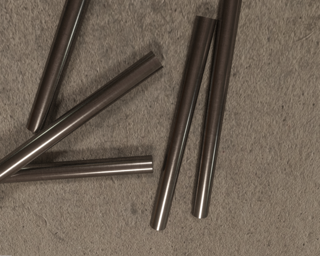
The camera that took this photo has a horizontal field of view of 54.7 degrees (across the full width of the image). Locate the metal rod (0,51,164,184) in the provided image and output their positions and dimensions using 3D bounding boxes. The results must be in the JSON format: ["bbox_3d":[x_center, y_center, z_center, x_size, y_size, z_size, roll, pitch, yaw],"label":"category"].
[{"bbox_3d":[-0.126,0.001,0.393,0.300,0.025,0.025,-35,107,5],"label":"metal rod"}]

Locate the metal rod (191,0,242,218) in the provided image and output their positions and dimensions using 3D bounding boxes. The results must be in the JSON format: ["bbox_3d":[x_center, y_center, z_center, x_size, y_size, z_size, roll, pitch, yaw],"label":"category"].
[{"bbox_3d":[0.070,-0.014,0.405,0.025,0.025,0.298,4,110,-2],"label":"metal rod"}]

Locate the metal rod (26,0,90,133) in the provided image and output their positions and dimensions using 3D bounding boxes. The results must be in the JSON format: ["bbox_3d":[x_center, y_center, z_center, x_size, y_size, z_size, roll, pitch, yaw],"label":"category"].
[{"bbox_3d":[-0.103,-0.127,0.361,0.025,0.025,0.298,22,108,-9],"label":"metal rod"}]

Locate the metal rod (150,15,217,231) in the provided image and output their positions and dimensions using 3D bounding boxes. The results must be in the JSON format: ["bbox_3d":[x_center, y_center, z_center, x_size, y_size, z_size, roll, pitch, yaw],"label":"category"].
[{"bbox_3d":[0.026,0.008,0.413,0.025,0.025,0.298,10,110,-4],"label":"metal rod"}]

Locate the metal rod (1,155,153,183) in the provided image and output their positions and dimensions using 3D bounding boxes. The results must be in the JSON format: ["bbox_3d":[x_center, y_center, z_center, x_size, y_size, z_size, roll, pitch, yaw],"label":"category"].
[{"bbox_3d":[-0.161,0.060,0.429,0.302,0.025,0.025,-4,110,1],"label":"metal rod"}]
